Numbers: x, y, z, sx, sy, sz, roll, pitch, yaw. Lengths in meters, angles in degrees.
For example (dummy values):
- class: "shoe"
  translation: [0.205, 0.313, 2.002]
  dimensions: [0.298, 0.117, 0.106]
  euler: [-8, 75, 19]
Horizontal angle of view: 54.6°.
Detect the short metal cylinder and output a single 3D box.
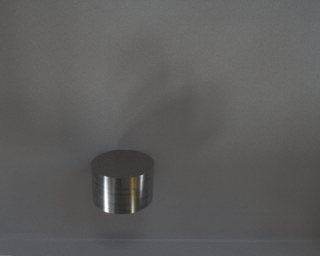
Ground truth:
- class: "short metal cylinder"
  translation: [-0.048, 0.068, 0.407]
  dimensions: [0.080, 0.080, 0.050]
  euler: [2, 110, -1]
